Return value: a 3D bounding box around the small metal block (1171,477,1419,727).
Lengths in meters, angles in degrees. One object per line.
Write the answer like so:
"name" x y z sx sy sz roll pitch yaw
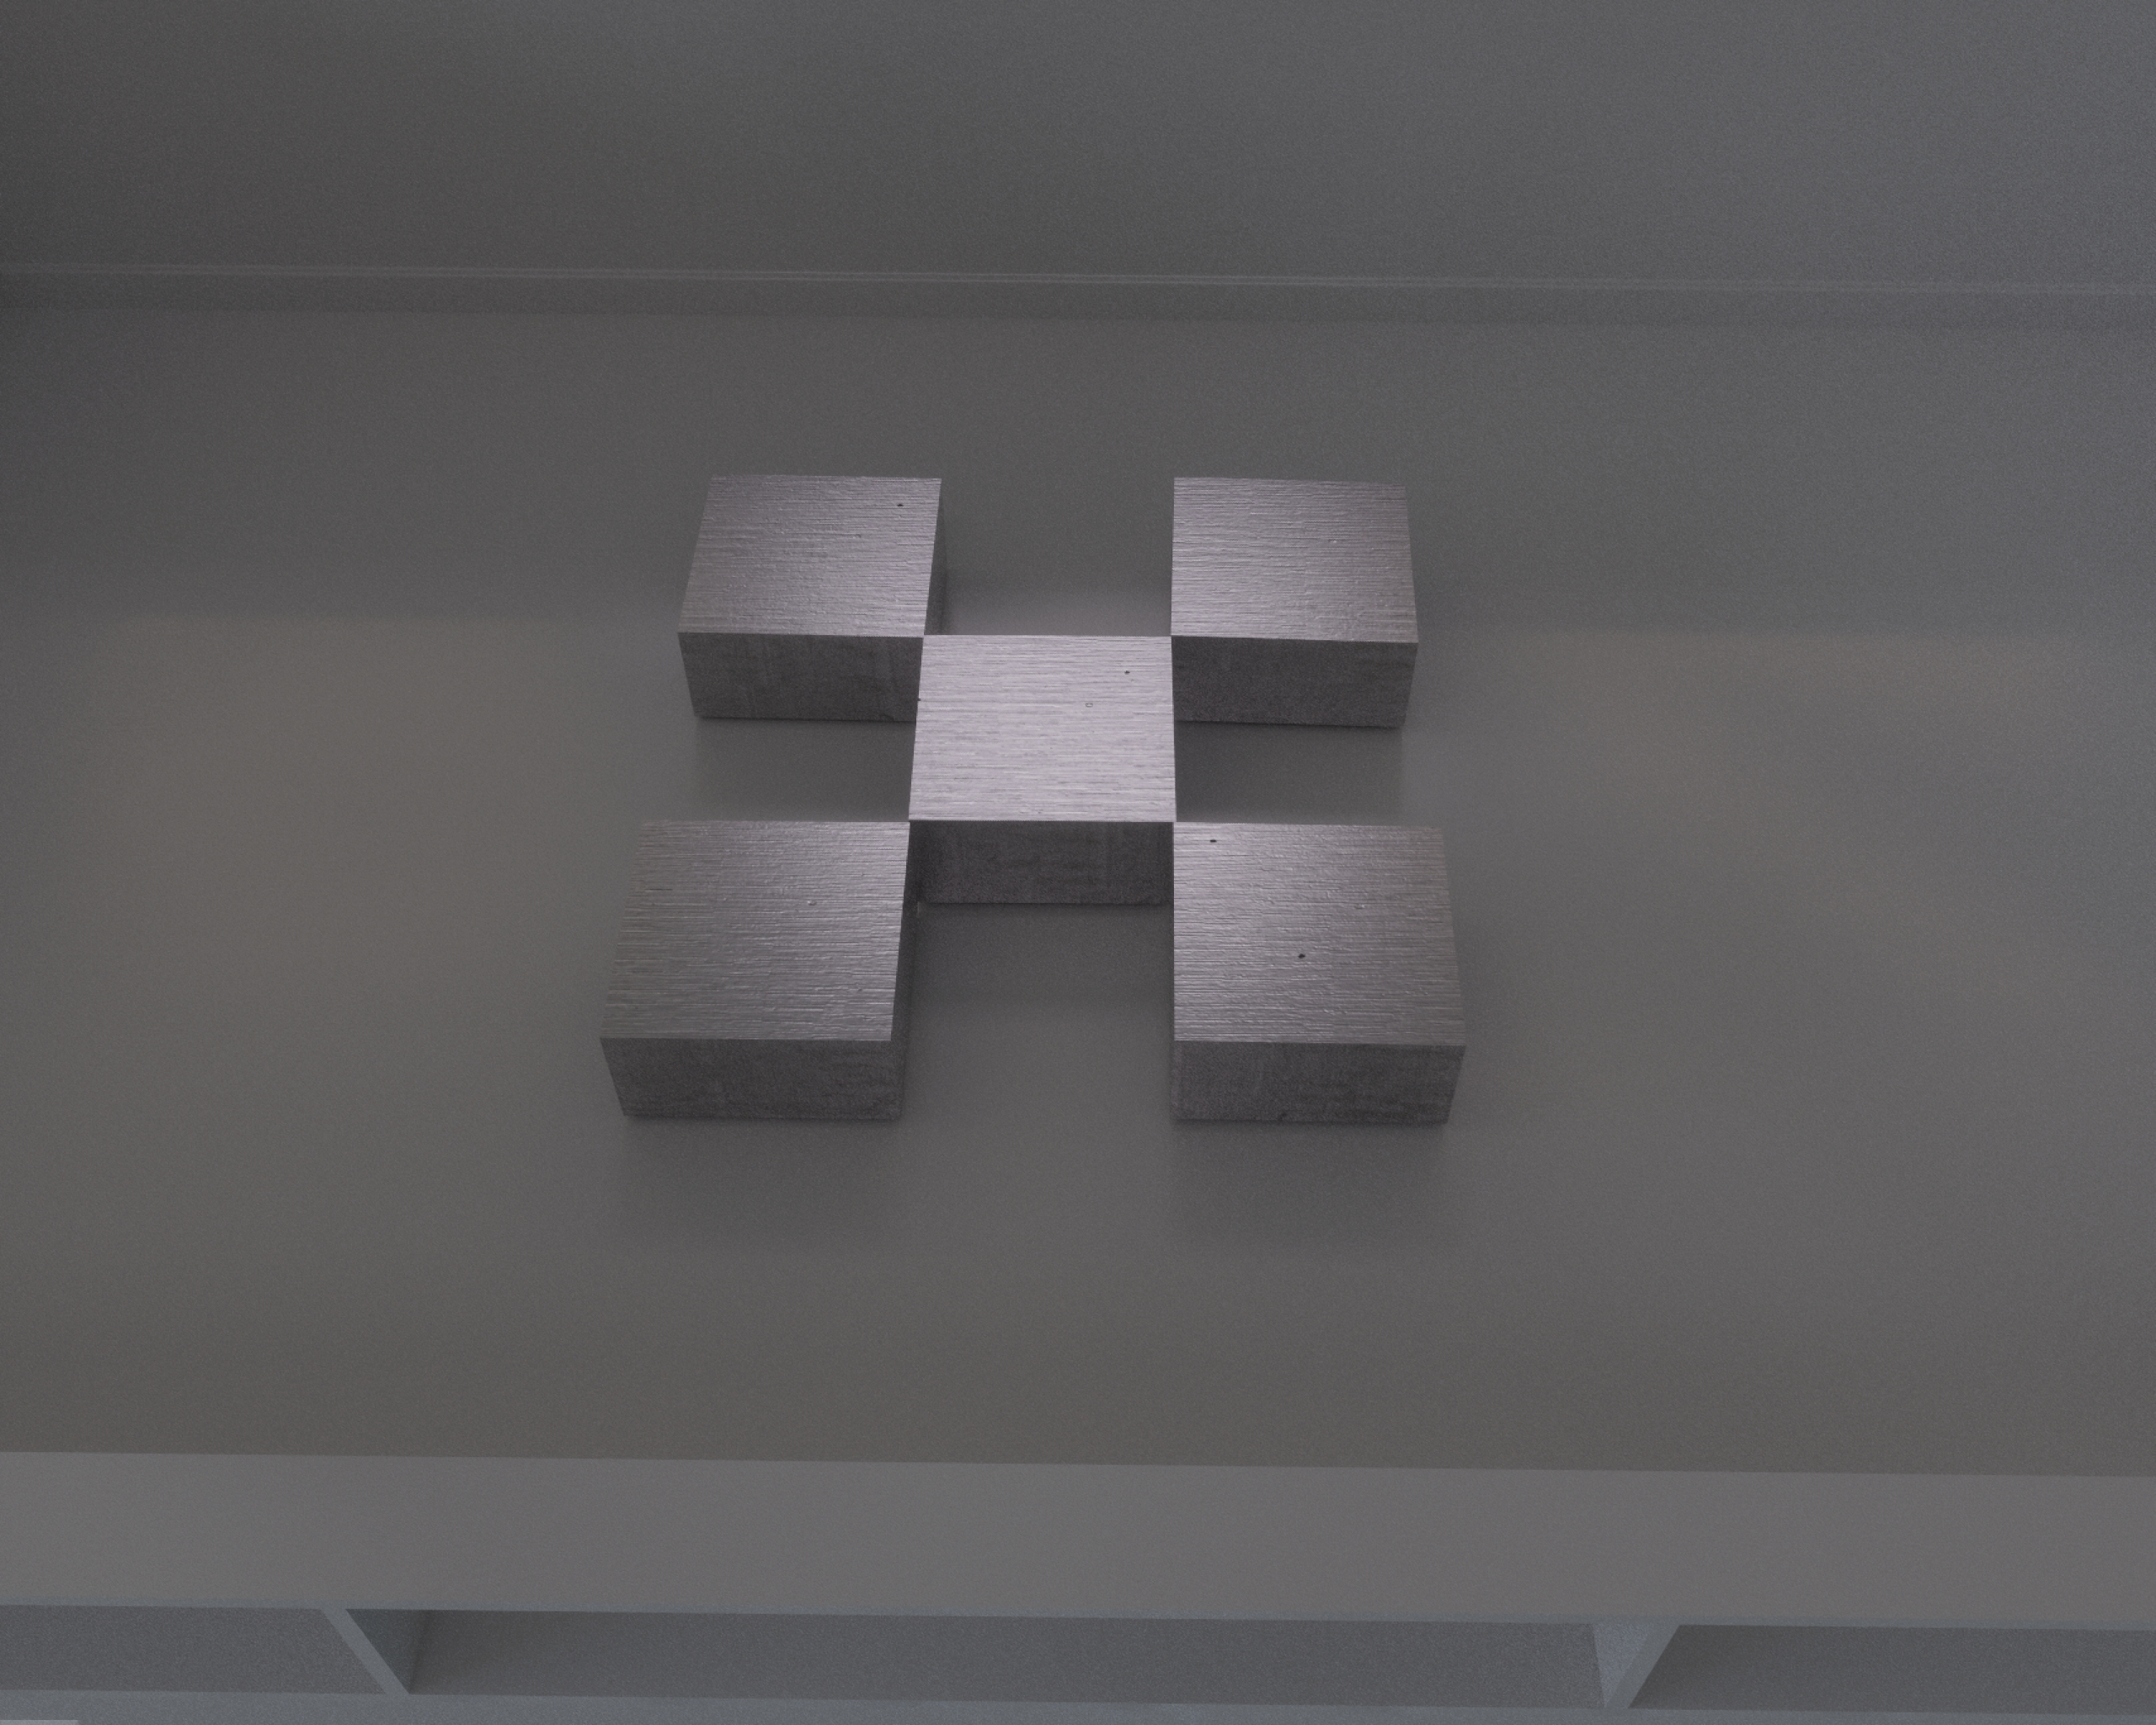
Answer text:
"small metal block" 0.045 -0.057 0.450 0.050 0.025 0.050 2 50 1

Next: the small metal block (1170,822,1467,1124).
"small metal block" 0.043 0.020 0.385 0.050 0.025 0.050 1 50 1

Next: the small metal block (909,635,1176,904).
"small metal block" -0.006 -0.019 0.418 0.050 0.025 0.050 0 50 0

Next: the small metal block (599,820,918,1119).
"small metal block" -0.057 0.019 0.386 0.050 0.025 0.050 1 50 0

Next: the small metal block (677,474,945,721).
"small metal block" -0.056 -0.058 0.450 0.050 0.025 0.050 1 50 1
